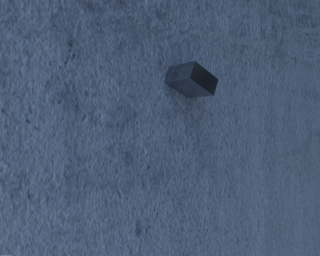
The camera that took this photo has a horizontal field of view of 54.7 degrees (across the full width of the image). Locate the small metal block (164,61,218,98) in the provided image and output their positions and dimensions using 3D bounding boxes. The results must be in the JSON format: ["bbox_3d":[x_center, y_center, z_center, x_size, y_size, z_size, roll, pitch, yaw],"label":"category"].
[{"bbox_3d":[0.043,-0.065,0.426,0.050,0.050,0.025,28,72,-37],"label":"small metal block"}]
